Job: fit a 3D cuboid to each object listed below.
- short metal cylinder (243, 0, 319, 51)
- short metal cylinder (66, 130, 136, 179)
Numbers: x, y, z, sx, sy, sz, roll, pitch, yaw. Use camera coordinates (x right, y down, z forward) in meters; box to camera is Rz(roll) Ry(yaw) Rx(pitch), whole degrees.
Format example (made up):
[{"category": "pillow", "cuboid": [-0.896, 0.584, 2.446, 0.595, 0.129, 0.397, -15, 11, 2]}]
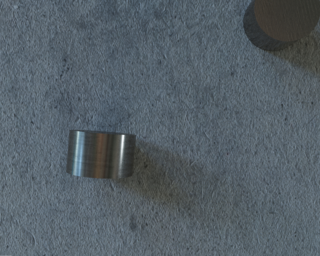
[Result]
[{"category": "short metal cylinder", "cuboid": [0.154, -0.144, 0.398, 0.081, 0.050, 0.080, 0, 90, 0]}, {"category": "short metal cylinder", "cuboid": [-0.072, 0.030, 0.382, 0.080, 0.080, 0.050, 5, 90, 0]}]
